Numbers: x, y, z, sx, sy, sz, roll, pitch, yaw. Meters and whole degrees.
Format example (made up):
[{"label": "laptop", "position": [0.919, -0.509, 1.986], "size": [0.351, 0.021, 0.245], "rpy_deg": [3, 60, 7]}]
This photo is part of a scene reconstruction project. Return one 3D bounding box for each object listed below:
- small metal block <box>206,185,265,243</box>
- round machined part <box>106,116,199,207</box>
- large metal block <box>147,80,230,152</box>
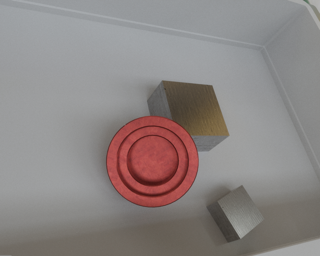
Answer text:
[{"label": "small metal block", "position": [0.096, 0.108, 0.393], "size": [0.050, 0.025, 0.050], "rpy_deg": [-21, 73, -36]}, {"label": "round machined part", "position": [-0.008, 0.036, 0.349], "size": [0.099, 0.042, 0.097], "rpy_deg": [0, 88, 0]}, {"label": "large metal block", "position": [0.036, -0.014, 0.419], "size": [0.081, 0.050, 0.080], "rpy_deg": [1, 61, -28]}]
